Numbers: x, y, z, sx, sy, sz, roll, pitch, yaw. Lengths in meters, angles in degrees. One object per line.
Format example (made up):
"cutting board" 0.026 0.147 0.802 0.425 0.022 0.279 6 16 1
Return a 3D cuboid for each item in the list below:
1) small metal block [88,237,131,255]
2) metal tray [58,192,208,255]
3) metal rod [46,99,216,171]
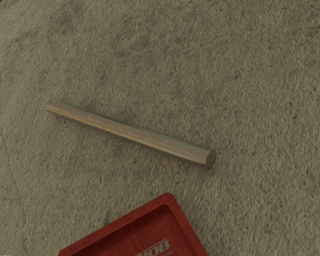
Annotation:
"small metal block" -0.059 0.151 0.341 0.050 0.025 0.050 -24 53 13
"metal tray" -0.024 0.134 0.304 0.131 0.030 0.090 -27 55 -9
"metal rod" -0.061 0.000 0.434 0.300 0.025 0.025 17 71 34
